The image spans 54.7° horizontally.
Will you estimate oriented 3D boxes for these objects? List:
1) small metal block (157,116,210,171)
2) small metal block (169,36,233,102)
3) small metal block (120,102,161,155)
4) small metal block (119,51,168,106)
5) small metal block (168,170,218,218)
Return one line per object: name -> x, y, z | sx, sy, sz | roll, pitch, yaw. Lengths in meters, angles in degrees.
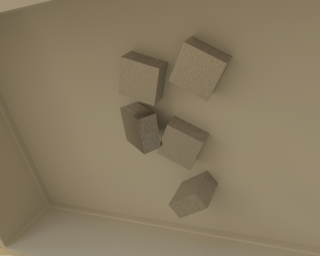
small metal block -> 0.029, 0.020, 0.404 | 0.050, 0.025, 0.050 | 27, 128, 10
small metal block -> 0.044, -0.066, 0.344 | 0.050, 0.025, 0.050 | 29, 128, 9
small metal block -> -0.026, -0.001, 0.405 | 0.050, 0.025, 0.050 | 33, 138, 51
small metal block -> -0.021, -0.061, 0.381 | 0.050, 0.025, 0.050 | 20, 126, 16
small metal block -> 0.046, 0.091, 0.423 | 0.050, 0.050, 0.025 | -34, 100, 38
